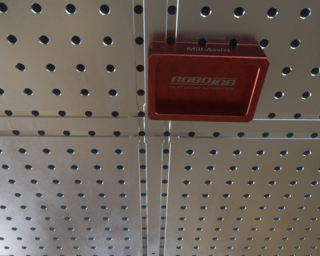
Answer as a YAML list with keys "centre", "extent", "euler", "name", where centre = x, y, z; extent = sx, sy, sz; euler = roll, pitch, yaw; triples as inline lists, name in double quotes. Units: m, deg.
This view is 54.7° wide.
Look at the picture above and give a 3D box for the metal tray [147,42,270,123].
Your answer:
- centre: [0.051, -0.051, 0.365]
  extent: [0.131, 0.030, 0.089]
  euler: [1, 130, -2]
  name: "metal tray"
